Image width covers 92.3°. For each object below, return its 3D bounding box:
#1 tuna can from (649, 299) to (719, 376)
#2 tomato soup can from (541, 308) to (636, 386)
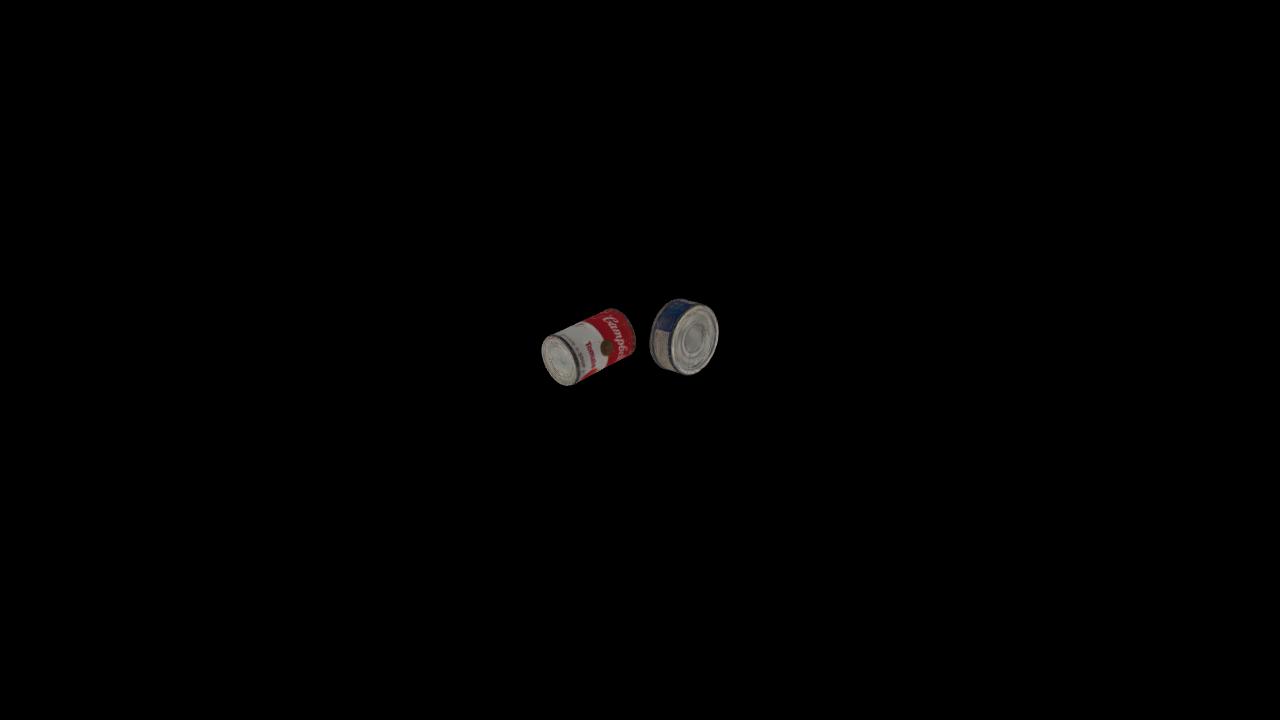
[{"bbox_3d":[0.052,-0.026,0.698,0.084,0.084,0.034,0,13,-45],"label":"tuna can"},{"bbox_3d":[-0.064,-0.017,0.766,0.101,0.068,0.068,-28,18,-39],"label":"tomato soup can"}]
